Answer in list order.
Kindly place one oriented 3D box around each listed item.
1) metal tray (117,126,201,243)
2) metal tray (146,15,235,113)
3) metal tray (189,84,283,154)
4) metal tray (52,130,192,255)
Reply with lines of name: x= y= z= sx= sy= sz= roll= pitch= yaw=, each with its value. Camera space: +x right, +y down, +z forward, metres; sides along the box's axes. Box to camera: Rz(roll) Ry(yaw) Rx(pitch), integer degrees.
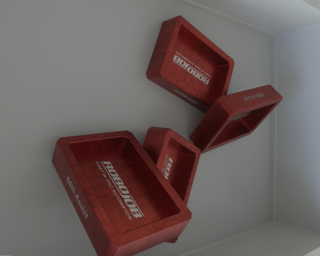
metal tray: x=0.004 y=0.073 z=0.393 sx=0.090 sy=0.030 sz=0.130 roll=33 pitch=69 yaw=-49
metal tray: x=0.049 y=-0.085 z=0.443 sx=0.131 sy=0.030 sz=0.090 roll=26 pitch=74 yaw=-37
metal tray: x=0.114 y=-0.015 z=0.461 sx=0.131 sy=0.089 sz=0.030 roll=-16 pitch=59 yaw=-39
metal tray: x=-0.041 y=0.058 z=0.311 sx=0.091 sy=0.130 sz=0.030 roll=-7 pitch=134 yaw=-40
